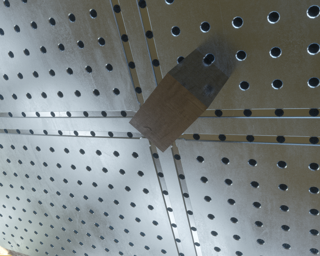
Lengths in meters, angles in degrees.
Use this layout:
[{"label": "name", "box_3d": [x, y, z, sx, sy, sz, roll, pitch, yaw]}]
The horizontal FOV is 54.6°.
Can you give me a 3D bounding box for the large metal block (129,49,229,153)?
[{"label": "large metal block", "box_3d": [0.022, -0.031, 0.345, 0.050, 0.080, 0.080, 42, 129, 0]}]
